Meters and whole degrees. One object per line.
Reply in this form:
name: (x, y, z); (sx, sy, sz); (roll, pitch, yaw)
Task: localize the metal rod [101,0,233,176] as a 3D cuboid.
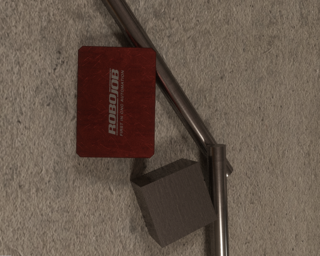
metal rod: (0.012, -0.056, 0.414); (0.025, 0.025, 0.299); (-38, 103, -16)

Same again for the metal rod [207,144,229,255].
metal rod: (0.083, 0.171, 0.427); (0.025, 0.025, 0.298); (-6, 97, -20)

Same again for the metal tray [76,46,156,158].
metal tray: (-0.051, -0.030, 0.374); (0.091, 0.030, 0.129); (1, 90, -2)

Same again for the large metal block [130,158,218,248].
large metal block: (0.017, 0.093, 0.403); (0.081, 0.050, 0.080); (-21, 97, -19)
